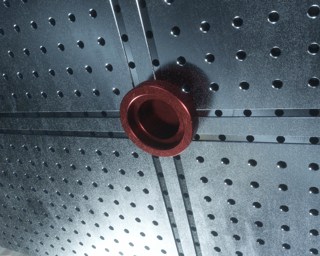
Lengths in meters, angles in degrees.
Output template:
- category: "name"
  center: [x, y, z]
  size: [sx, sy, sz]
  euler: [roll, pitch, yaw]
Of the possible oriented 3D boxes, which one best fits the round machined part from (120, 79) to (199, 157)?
- category: "round machined part"
  center: [0.002, -0.015, 0.390]
  size: [0.098, 0.042, 0.097]
  euler: [13, 124, 21]
